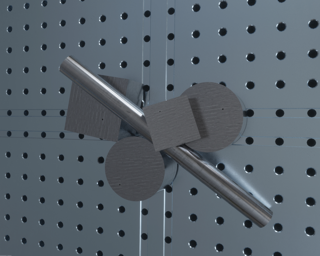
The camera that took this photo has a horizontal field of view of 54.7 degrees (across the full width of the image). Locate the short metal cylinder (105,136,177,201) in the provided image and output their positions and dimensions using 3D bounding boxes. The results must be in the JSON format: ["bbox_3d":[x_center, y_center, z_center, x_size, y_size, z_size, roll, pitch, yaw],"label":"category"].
[{"bbox_3d":[-0.024,0.050,0.404,0.080,0.050,0.079,0,90,20],"label":"short metal cylinder"}]

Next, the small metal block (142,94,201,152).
[{"bbox_3d":[0.013,-0.004,0.343,0.050,0.025,0.050,-17,84,1],"label":"small metal block"}]

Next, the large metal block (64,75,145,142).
[{"bbox_3d":[-0.074,-0.029,0.419,0.080,0.050,0.079,12,94,19],"label":"large metal block"}]

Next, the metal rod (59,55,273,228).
[{"bbox_3d":[0.006,0.015,0.369,0.300,0.025,0.025,38,103,1],"label":"metal rod"}]

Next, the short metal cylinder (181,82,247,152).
[{"bbox_3d":[0.061,-0.012,0.374,0.080,0.050,0.079,0,90,20],"label":"short metal cylinder"}]
